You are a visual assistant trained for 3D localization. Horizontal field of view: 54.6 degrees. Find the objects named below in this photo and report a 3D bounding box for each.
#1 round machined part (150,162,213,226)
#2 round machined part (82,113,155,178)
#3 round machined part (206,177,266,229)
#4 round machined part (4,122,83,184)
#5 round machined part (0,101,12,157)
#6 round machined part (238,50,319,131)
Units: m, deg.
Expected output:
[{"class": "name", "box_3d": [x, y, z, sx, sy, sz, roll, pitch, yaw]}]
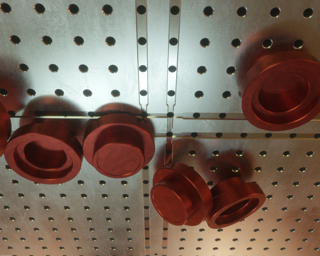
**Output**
[{"class": "round machined part", "box_3d": [0.025, 0.102, 0.452, 0.098, 0.042, 0.097, 24, 129, 34]}, {"class": "round machined part", "box_3d": [-0.056, 0.031, 0.421, 0.099, 0.042, 0.097, -3, 130, -4]}, {"class": "round machined part", "box_3d": [0.110, 0.113, 0.482, 0.099, 0.042, 0.098, -17, 142, -13]}, {"class": "round machined part", "box_3d": [-0.154, 0.030, 0.425, 0.099, 0.042, 0.097, 0, 130, 0]}, {"class": "round machined part", "box_3d": [-0.223, -0.004, 0.377, 0.098, 0.042, 0.097, 7, 110, 20]}, {"class": "round machined part", "box_3d": [0.141, -0.046, 0.362, 0.099, 0.042, 0.097, 0, 130, 0]}]
